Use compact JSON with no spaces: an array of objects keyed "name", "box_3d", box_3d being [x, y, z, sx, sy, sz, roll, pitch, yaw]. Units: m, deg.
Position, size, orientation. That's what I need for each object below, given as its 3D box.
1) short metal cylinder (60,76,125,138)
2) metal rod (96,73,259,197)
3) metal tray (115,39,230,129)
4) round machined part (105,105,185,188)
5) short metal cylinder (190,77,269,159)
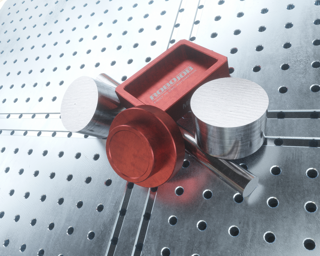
[{"name":"short metal cylinder","box_3d":[-0.097,-0.029,0.446,0.080,0.050,0.080,-11,72,36]},{"name":"metal rod","box_3d":[0.000,-0.009,0.414,0.025,0.025,0.300,-49,51,-6]},{"name":"metal tray","box_3d":[0.017,-0.061,0.415,0.131,0.030,0.090,-40,50,-17]},{"name":"round machined part","box_3d":[-0.024,0.025,0.360,0.098,0.042,0.097,11,110,31]},{"name":"short metal cylinder","box_3d":[0.077,-0.012,0.344,0.080,0.050,0.080,-7,45,7]}]
